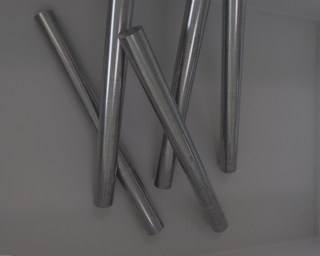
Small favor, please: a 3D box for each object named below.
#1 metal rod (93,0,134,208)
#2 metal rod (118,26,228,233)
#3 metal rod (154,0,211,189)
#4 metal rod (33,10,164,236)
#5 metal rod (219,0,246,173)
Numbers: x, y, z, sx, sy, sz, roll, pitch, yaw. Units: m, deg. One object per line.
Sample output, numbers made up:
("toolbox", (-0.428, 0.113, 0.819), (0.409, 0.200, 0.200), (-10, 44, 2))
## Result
("metal rod", (-0.050, -0.044, 0.330), (0.025, 0.025, 0.298), (0, 114, -20))
("metal rod", (0.029, 0.025, 0.366), (0.025, 0.025, 0.299), (-37, 123, -16))
("metal rod", (0.027, -0.060, 0.355), (0.025, 0.025, 0.298), (1, 115, -20))
("metal rod", (-0.070, 0.001, 0.384), (0.025, 0.025, 0.299), (-29, 100, -18))
("metal rod", (0.087, -0.071, 0.375), (0.025, 0.025, 0.298), (-17, 122, -19))
